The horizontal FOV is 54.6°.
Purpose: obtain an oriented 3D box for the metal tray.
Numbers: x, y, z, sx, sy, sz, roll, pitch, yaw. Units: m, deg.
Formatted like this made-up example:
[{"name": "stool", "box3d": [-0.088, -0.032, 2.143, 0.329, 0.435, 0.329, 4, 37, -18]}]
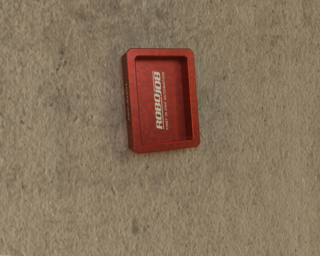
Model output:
[{"name": "metal tray", "box3d": [0.002, -0.036, 0.406, 0.091, 0.030, 0.129, -5, 92, -20]}]
